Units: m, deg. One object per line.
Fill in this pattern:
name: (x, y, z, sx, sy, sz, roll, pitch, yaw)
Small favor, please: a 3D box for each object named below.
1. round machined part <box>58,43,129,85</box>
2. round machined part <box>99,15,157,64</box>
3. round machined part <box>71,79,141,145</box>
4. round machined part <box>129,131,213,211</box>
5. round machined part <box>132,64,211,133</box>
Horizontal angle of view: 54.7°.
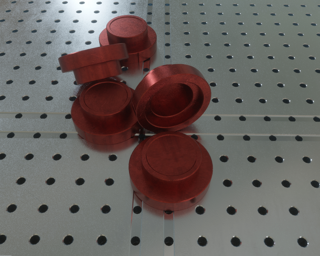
round machined part: (-0.092, -0.091, 0.451, 0.099, 0.042, 0.098, -13, 12, 3)
round machined part: (-0.055, -0.156, 0.527, 0.099, 0.042, 0.098, 0, 50, 0)
round machined part: (-0.071, -0.028, 0.420, 0.099, 0.042, 0.098, 0, 50, 0)
round machined part: (0.013, 0.042, 0.361, 0.099, 0.042, 0.098, 0, 50, 0)
round machined part: (0.012, -0.042, 0.396, 0.099, 0.097, 0.042, -14, 50, -12)
